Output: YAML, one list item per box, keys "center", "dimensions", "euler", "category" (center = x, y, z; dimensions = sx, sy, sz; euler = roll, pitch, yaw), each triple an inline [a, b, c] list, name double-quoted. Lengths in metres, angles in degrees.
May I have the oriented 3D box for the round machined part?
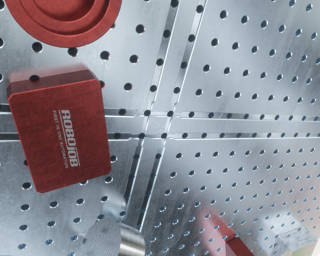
- center: [-0.087, -0.125, 0.275]
  dimensions: [0.099, 0.042, 0.097]
  euler: [-14, 124, -21]
  category: "round machined part"

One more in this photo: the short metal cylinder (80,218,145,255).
- center: [-0.069, 0.177, 0.448]
  dimensions: [0.080, 0.080, 0.050]
  euler: [-47, 129, 5]
  category: "short metal cylinder"

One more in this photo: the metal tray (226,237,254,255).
- center: [0.180, 0.306, 0.656]
  dimensions: [0.030, 0.090, 0.129]
  euler: [-22, 127, -15]
  category: "metal tray"

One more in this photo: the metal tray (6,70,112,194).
- center: [-0.109, 0.006, 0.353]
  dimensions: [0.091, 0.030, 0.129]
  euler: [-15, 125, -20]
  category: "metal tray"

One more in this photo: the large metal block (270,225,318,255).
- center: [0.325, 0.295, 0.755]
  dimensions: [0.081, 0.050, 0.079]
  euler: [-12, 124, -22]
  category: "large metal block"
